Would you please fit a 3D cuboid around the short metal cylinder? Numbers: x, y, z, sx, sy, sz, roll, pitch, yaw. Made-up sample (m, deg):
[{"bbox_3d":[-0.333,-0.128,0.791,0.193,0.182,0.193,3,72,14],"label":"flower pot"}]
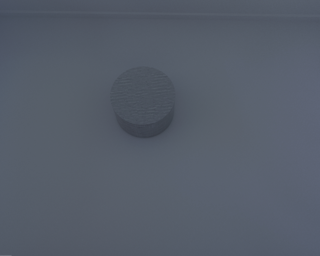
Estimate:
[{"bbox_3d":[-0.021,-0.033,0.406,0.080,0.050,0.080,0,70,0],"label":"short metal cylinder"}]
